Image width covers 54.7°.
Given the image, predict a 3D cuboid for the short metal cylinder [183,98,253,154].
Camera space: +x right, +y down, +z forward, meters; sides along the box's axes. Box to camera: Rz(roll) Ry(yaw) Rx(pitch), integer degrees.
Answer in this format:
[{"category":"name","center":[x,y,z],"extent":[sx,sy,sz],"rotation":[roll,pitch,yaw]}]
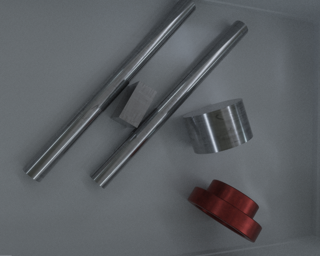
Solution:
[{"category":"short metal cylinder","center":[0.076,-0.003,0.411],"extent":[0.081,0.080,0.050],"rotation":[-21,97,-19]}]

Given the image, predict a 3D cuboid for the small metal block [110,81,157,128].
[{"category":"small metal block","center":[-0.034,-0.028,0.386],"extent":[0.025,0.050,0.050],"rotation":[32,80,-18]}]

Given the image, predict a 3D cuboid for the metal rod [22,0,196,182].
[{"category":"metal rod","center":[-0.054,-0.058,0.391],"extent":[0.025,0.025,0.300],"rotation":[44,76,-15]}]

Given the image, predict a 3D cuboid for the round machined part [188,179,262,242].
[{"category":"round machined part","center":[0.089,0.103,0.406],"extent":[0.098,0.098,0.042],"rotation":[37,78,-17]}]

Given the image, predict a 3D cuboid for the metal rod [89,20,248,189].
[{"category":"metal rod","center":[0.020,-0.040,0.419],"extent":[0.025,0.025,0.301],"rotation":[46,75,-15]}]
